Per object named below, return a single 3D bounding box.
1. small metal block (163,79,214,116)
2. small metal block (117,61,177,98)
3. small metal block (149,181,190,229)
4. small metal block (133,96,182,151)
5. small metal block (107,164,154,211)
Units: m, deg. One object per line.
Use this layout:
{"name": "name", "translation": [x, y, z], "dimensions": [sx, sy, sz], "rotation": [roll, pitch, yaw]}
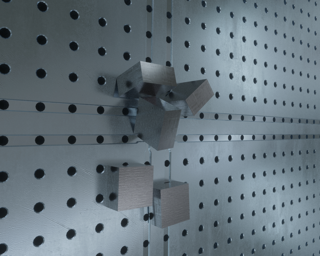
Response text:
{"name": "small metal block", "translation": [0.037, -0.040, 0.422], "dimensions": [0.050, 0.050, 0.025], "rotation": [-45, 117, -31]}
{"name": "small metal block", "translation": [-0.016, -0.056, 0.375], "dimensions": [0.050, 0.050, 0.025], "rotation": [1, 75, -40]}
{"name": "small metal block", "translation": [0.013, 0.102, 0.419], "dimensions": [0.050, 0.025, 0.050], "rotation": [-3, 92, -40]}
{"name": "small metal block", "translation": [-0.004, -0.007, 0.378], "dimensions": [0.025, 0.050, 0.050], "rotation": [-7, 117, -40]}
{"name": "small metal block", "translation": [-0.036, 0.071, 0.378], "dimensions": [0.050, 0.025, 0.050], "rotation": [3, 88, -40]}
